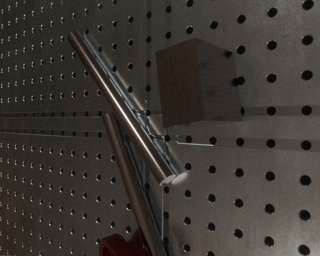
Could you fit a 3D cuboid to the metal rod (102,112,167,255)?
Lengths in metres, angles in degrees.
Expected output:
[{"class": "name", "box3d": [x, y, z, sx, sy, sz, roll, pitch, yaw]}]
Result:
[{"class": "metal rod", "box3d": [-0.024, 0.115, 0.427, 0.025, 0.025, 0.299, -33, 70, 35]}]

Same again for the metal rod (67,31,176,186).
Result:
[{"class": "metal rod", "box3d": [-0.068, -0.044, 0.462, 0.025, 0.025, 0.299, -50, 61, 28]}]

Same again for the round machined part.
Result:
[{"class": "round machined part", "box3d": [-0.045, 0.191, 0.419, 0.098, 0.042, 0.097, 28, 123, 54]}]

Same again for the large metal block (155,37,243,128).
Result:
[{"class": "large metal block", "box3d": [0.044, -0.043, 0.336, 0.050, 0.081, 0.080, -10, 84, 39]}]
